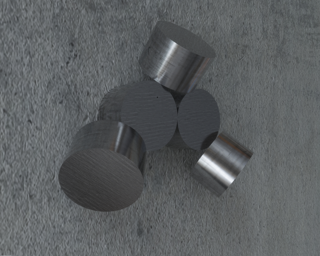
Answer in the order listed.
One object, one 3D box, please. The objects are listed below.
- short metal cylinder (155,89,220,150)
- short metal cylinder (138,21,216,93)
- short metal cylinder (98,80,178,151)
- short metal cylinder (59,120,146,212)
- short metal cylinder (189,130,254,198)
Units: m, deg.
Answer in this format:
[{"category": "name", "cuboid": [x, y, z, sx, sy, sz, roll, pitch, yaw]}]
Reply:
[{"category": "short metal cylinder", "cuboid": [0.036, -0.011, 0.420, 0.081, 0.050, 0.080, 0, 90, -40]}, {"category": "short metal cylinder", "cuboid": [0.021, -0.088, 0.380, 0.081, 0.080, 0.050, 2, 131, -40]}, {"category": "short metal cylinder", "cuboid": [-0.026, -0.014, 0.368, 0.081, 0.050, 0.080, 0, 90, -40]}, {"category": "short metal cylinder", "cuboid": [-0.055, 0.039, 0.316, 0.080, 0.080, 0.050, 54, 19, -27]}, {"category": "short metal cylinder", "cuboid": [0.085, 0.050, 0.434, 0.050, 0.080, 0.080, 38, 58, 12]}]
